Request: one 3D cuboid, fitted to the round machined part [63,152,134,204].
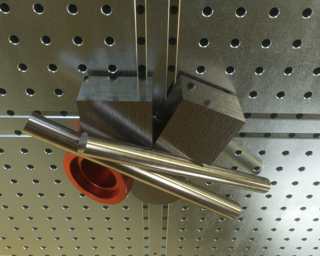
[{"bbox_3d":[-0.079,0.056,0.428,0.098,0.042,0.097,14,129,18],"label":"round machined part"}]

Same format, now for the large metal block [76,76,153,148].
[{"bbox_3d":[-0.049,-0.015,0.373,0.081,0.050,0.079,1,130,-1],"label":"large metal block"}]

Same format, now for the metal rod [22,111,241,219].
[{"bbox_3d":[-0.017,0.056,0.387,0.301,0.025,0.025,27,125,-23],"label":"metal rod"}]

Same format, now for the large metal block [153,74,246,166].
[{"bbox_3d":[0.044,-0.008,0.383,0.080,0.050,0.079,19,128,-16],"label":"large metal block"}]

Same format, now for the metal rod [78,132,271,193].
[{"bbox_3d":[0.041,0.053,0.403,0.302,0.025,0.025,17,130,-33],"label":"metal rod"}]

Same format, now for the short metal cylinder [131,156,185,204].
[{"bbox_3d":[-0.001,0.065,0.445,0.081,0.050,0.079,0,130,0],"label":"short metal cylinder"}]
